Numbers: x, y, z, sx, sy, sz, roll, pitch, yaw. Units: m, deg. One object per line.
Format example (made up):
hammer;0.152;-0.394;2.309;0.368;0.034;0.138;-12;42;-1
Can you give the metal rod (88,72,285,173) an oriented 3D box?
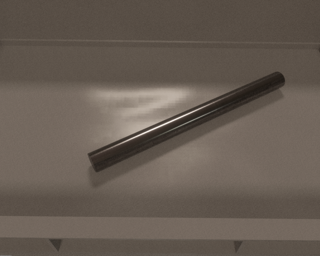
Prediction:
metal rod;0.049;-0.016;0.418;0.302;0.025;0.025;-24;54;-19
